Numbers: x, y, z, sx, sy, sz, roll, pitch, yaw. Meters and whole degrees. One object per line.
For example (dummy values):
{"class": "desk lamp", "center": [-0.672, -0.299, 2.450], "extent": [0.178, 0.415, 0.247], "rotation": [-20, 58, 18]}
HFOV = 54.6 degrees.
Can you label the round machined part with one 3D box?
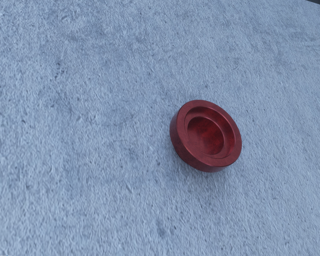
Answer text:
{"class": "round machined part", "center": [0.056, 0.014, 0.414], "extent": [0.099, 0.042, 0.098], "rotation": [13, 56, -21]}
